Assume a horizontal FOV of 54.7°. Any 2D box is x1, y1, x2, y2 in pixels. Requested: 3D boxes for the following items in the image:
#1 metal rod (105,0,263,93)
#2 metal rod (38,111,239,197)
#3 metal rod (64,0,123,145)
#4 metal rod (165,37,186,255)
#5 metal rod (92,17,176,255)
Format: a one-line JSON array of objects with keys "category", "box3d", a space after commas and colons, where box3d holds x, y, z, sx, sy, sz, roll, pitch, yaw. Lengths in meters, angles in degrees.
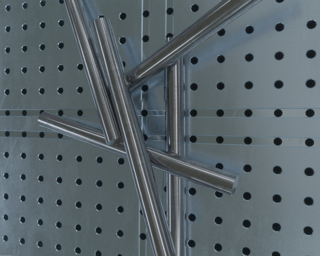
[{"category": "metal rod", "box3d": [0.031, -0.103, 0.366, 0.299, 0.025, 0.025, -31, 80, 29]}, {"category": "metal rod", "box3d": [-0.047, 0.025, 0.409, 0.301, 0.025, 0.025, 17, 96, 26]}, {"category": "metal rod", "box3d": [-0.102, -0.119, 0.426, 0.025, 0.025, 0.299, -24, 74, 18]}, {"category": "metal rod", "box3d": [0.021, 0.033, 0.404, 0.025, 0.025, 0.298, 0, 90, 19]}, {"category": "metal rod", "box3d": [-0.035, 0.002, 0.376, 0.025, 0.025, 0.299, -21, 77, 18]}]
